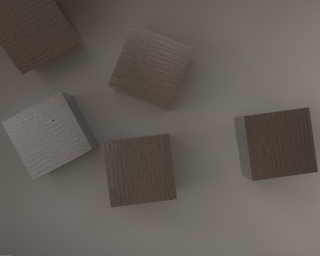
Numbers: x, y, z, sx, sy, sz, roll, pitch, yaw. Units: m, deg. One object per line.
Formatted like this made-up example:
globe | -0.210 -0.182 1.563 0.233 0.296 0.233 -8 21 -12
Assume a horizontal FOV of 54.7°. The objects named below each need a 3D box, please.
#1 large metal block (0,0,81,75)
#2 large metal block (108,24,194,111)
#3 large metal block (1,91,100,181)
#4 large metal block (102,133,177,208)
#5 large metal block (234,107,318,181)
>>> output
large metal block | -0.155 -0.124 0.382 0.080 0.050 0.080 -29 115 0
large metal block | -0.011 -0.074 0.399 0.080 0.050 0.080 21 90 -1
large metal block | -0.136 0.009 0.397 0.080 0.050 0.080 -28 90 0
large metal block | -0.025 0.051 0.399 0.081 0.050 0.079 -7 90 -1
large metal block | 0.147 0.019 0.401 0.081 0.050 0.080 -8 90 -1
